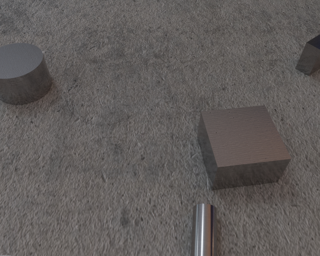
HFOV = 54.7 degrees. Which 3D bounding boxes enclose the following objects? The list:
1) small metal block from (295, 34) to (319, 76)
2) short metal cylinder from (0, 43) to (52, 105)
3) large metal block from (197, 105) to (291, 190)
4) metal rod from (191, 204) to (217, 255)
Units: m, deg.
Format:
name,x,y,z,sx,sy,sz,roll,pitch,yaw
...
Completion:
name,x,y,z,sx,sy,sz,roll,pitch,yaw
small metal block,0.248,-0.117,0.489,0.050,0.050,0.025,-32,57,-24
short metal cylinder,-0.205,-0.079,0.451,0.081,0.050,0.080,0,50,0
large metal block,0.094,0.022,0.370,0.081,0.050,0.080,-6,50,-5
metal rod,0.031,0.200,0.235,0.025,0.025,0.300,5,50,4
